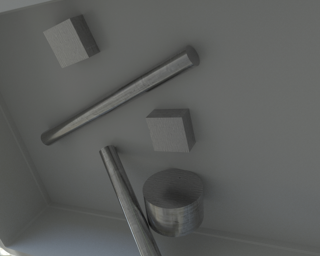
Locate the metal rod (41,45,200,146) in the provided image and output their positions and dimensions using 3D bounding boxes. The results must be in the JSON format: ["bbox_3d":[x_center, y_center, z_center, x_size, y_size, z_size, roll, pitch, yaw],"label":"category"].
[{"bbox_3d":[-0.075,-0.031,0.427,0.299,0.025,0.025,-24,106,36],"label":"metal rod"}]

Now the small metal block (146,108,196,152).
[{"bbox_3d":[0.015,0.003,0.402,0.050,0.025,0.050,0,119,27],"label":"small metal block"}]

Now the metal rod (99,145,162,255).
[{"bbox_3d":[-0.018,0.154,0.412,0.025,0.025,0.299,-49,58,39],"label":"metal rod"}]

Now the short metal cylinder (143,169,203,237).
[{"bbox_3d":[0.019,0.100,0.424,0.080,0.080,0.050,8,122,23],"label":"short metal cylinder"}]

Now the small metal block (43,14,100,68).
[{"bbox_3d":[-0.113,-0.110,0.398,0.050,0.025,0.050,-11,113,32],"label":"small metal block"}]
